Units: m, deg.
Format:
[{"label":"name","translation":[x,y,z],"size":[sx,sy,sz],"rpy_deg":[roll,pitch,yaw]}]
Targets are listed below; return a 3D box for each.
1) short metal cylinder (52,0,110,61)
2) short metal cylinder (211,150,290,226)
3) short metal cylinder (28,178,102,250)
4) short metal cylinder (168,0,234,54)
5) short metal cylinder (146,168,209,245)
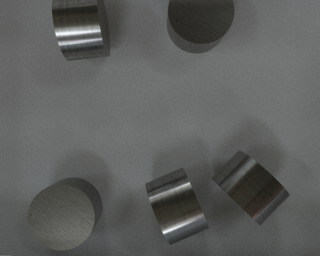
[{"label":"short metal cylinder","translation":[-0.094,-0.126,0.383],"size":[0.050,0.080,0.079],"rpy_deg":[-6,90,0]},{"label":"short metal cylinder","translation":[0.111,0.074,0.386],"size":[0.080,0.080,0.050],"rpy_deg":[44,90,-1]},{"label":"short metal cylinder","translation":[-0.119,0.108,0.397],"size":[0.081,0.050,0.079],"rpy_deg":[0,90,-1]},{"label":"short metal cylinder","translation":[0.050,-0.142,0.399],"size":[0.081,0.050,0.079],"rpy_deg":[0,90,-1]},{"label":"short metal cylinder","translation":[0.021,0.096,0.384],"size":[0.050,0.080,0.080],"rpy_deg":[-23,90,0]}]
